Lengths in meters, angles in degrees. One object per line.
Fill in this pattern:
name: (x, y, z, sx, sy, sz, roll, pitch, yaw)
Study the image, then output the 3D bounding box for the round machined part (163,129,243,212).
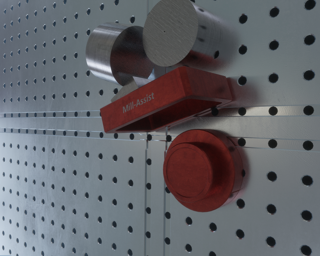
round machined part: (0.043, 0.050, 0.363, 0.098, 0.042, 0.097, 0, 90, 40)

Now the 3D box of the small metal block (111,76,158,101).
small metal block: (-0.029, -0.041, 0.417, 0.050, 0.050, 0.025, -41, 65, 32)

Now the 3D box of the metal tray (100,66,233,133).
metal tray: (0.005, -0.027, 0.362, 0.130, 0.091, 0.030, -22, 77, 38)

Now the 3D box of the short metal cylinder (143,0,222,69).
short metal cylinder: (0.026, -0.110, 0.372, 0.080, 0.050, 0.079, 0, 90, 40)

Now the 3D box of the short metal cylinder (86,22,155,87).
short metal cylinder: (-0.051, -0.098, 0.416, 0.050, 0.081, 0.079, 22, 104, 38)
